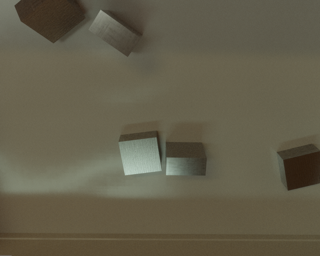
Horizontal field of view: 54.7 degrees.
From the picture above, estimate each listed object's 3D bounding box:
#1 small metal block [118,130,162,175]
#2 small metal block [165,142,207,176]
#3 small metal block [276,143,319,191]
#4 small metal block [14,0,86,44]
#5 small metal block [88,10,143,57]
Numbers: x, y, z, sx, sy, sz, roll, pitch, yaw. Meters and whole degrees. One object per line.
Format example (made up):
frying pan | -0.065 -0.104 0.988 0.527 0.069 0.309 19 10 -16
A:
small metal block | -0.026 0.034 0.424 0.050 0.025 0.050 -7 110 2
small metal block | 0.033 0.040 0.413 0.050 0.050 0.025 1 110 -1
small metal block | 0.197 0.055 0.434 0.050 0.025 0.050 -15 110 5
small metal block | -0.121 -0.130 0.346 0.050 0.050 0.025 -34 67 11
small metal block | -0.049 -0.110 0.357 0.050 0.050 0.025 33 107 -12
